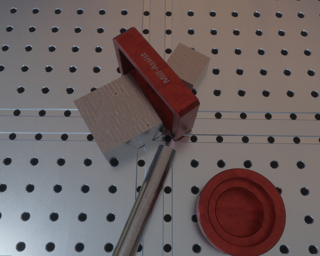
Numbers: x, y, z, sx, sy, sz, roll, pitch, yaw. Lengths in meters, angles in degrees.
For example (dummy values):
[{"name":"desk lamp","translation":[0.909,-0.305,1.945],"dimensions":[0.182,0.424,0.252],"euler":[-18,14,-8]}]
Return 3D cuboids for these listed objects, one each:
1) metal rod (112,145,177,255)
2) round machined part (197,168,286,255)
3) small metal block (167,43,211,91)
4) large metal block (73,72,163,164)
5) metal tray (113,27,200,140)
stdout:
[{"name":"metal rod","translation":[-0.047,0.157,0.353],"dimensions":[0.025,0.025,0.300],"euler":[21,71,7]},{"name":"round machined part","translation":[0.092,0.100,0.367],"dimensions":[0.099,0.042,0.098],"euler":[0,70,-1]},{"name":"small metal block","translation":[0.037,-0.086,0.444],"dimensions":[0.050,0.025,0.050],"euler":[29,72,10]},{"name":"large metal block","translation":[-0.052,-0.012,0.402],"dimensions":[0.080,0.050,0.080],"euler":[-29,73,-11]},{"name":"metal tray","translation":[-0.006,-0.054,0.396],"dimensions":[0.030,0.090,0.130],"euler":[-36,74,-12]}]
